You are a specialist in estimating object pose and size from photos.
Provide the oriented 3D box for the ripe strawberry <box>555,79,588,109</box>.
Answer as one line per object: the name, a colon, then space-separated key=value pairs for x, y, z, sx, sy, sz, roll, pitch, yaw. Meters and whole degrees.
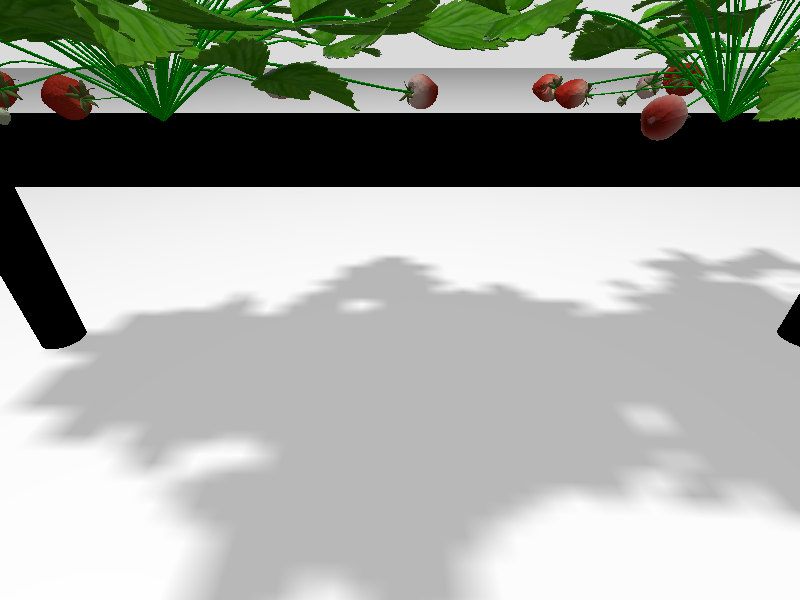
ripe strawberry: x=0.164 y=-0.198 z=0.385 sx=0.030 sy=0.025 sz=0.030 roll=23 pitch=38 yaw=34

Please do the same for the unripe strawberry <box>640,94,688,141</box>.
unripe strawberry: x=0.159 y=-0.111 z=0.245 sx=0.027 sy=0.026 sz=0.025 roll=-24 pitch=39 yaw=-32

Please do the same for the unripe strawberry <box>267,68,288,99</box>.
unripe strawberry: x=-0.140 y=-0.254 z=0.470 sx=0.037 sy=0.032 sz=0.037 roll=8 pitch=32 yaw=13

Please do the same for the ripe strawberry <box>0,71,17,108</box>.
ripe strawberry: x=-0.387 y=-0.198 z=0.375 sx=0.040 sy=0.035 sz=0.040 roll=10 pitch=33 yaw=18

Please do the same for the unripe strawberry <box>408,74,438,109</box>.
unripe strawberry: x=0.024 y=-0.208 z=0.401 sx=0.032 sy=0.031 sz=0.030 roll=-13 pitch=34 yaw=-22

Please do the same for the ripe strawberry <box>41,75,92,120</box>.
ripe strawberry: x=-0.276 y=-0.166 z=0.329 sx=0.034 sy=0.033 sz=0.032 roll=5 pitch=32 yaw=10

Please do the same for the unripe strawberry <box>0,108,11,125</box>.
unripe strawberry: x=-0.303 y=-0.139 z=0.305 sx=0.010 sy=0.012 sz=0.012 roll=-5 pitch=32 yaw=-7

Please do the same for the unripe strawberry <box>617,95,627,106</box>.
unripe strawberry: x=0.232 y=-0.209 z=0.420 sx=0.009 sy=0.010 sz=0.010 roll=-7 pitch=31 yaw=-11

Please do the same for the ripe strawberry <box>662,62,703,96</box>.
ripe strawberry: x=0.344 y=-0.269 z=0.490 sx=0.042 sy=0.037 sz=0.038 roll=12 pitch=23 yaw=19

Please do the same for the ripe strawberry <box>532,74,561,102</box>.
ripe strawberry: x=0.162 y=-0.236 z=0.445 sx=0.031 sy=0.028 sz=0.028 roll=-19 pitch=35 yaw=-28

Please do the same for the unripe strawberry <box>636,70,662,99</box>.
unripe strawberry: x=0.296 y=-0.257 z=0.478 sx=0.026 sy=0.030 sz=0.029 roll=6 pitch=24 yaw=9
